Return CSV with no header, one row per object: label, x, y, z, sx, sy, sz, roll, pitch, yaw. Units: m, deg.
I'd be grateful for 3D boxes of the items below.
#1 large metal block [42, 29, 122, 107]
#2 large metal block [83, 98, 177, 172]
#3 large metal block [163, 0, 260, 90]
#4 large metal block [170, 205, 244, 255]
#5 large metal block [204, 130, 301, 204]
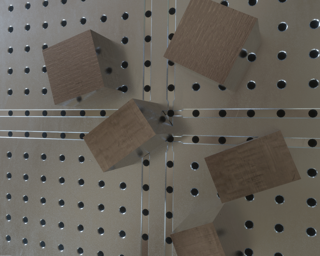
large metal block,-0.109,-0.081,0.439,0.080,0.050,0.080,-16,85,19
large metal block,-0.035,0.009,0.396,0.080,0.080,0.050,-36,78,16
large metal block,0.064,-0.102,0.377,0.080,0.050,0.080,29,100,17
large metal block,0.060,0.144,0.362,0.050,0.080,0.080,-23,83,19
large metal block,0.104,0.040,0.347,0.080,0.080,0.050,-23,83,18
